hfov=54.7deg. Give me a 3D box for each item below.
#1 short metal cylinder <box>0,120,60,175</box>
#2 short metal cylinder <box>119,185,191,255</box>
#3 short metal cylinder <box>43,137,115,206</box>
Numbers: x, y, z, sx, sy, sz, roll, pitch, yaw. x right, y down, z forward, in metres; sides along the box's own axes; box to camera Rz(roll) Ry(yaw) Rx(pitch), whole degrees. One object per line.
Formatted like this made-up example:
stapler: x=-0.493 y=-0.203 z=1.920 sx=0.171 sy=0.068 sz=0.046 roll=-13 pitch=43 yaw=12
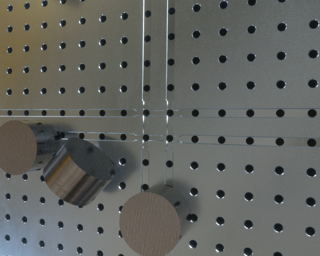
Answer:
short metal cylinder: x=-0.201 y=0.028 z=0.470 sx=0.080 sy=0.050 sz=0.079 roll=0 pitch=90 yaw=20
short metal cylinder: x=-0.005 y=0.118 z=0.401 sx=0.080 sy=0.050 sz=0.079 roll=0 pitch=90 yaw=20
short metal cylinder: x=-0.108 y=0.058 z=0.422 sx=0.080 sy=0.080 sz=0.050 roll=45 pitch=104 yaw=14
